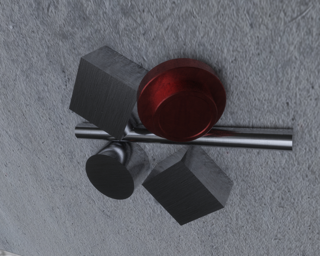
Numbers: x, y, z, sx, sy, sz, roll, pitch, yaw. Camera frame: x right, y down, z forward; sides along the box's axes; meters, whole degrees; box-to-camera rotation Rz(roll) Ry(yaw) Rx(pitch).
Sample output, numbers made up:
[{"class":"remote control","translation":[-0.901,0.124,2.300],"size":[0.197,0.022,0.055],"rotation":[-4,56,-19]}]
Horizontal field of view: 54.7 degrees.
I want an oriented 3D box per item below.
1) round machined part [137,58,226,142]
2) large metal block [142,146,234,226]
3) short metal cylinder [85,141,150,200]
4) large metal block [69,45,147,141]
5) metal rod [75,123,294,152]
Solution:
[{"class":"round machined part","translation":[0.024,-0.023,0.339],"size":[0.099,0.042,0.097],"rotation":[-4,129,-5]},{"class":"large metal block","translation":[0.037,0.075,0.418],"size":[0.080,0.050,0.080],"rotation":[48,129,-6]},{"class":"short metal cylinder","translation":[-0.062,0.059,0.459],"size":[0.080,0.050,0.079],"rotation":[13,124,20]},{"class":"large metal block","translation":[-0.060,-0.044,0.392],"size":[0.080,0.050,0.079],"rotation":[32,128,7]},{"class":"metal rod","translation":[0.012,0.009,0.408],"size":[0.301,0.025,0.025],"rotation":[2,119,27]}]
